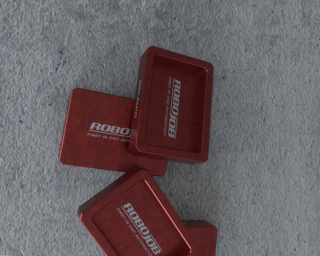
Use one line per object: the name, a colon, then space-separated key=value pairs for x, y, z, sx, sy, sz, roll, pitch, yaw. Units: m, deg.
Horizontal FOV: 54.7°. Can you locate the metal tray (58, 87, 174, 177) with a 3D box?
metal tray: x=-0.052 y=0.007 z=0.387 sx=0.131 sy=0.030 sz=0.090 roll=10 pitch=87 yaw=-20

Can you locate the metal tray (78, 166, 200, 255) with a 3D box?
metal tray: x=-0.023 y=0.122 z=0.365 sx=0.090 sy=0.030 sz=0.130 roll=-35 pitch=102 yaw=-17

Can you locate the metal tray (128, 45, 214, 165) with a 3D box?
metal tray: x=0.016 y=-0.026 z=0.378 sx=0.091 sy=0.030 sz=0.129 roll=11 pitch=74 yaw=-20

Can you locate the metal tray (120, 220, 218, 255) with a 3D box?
metal tray: x=0.009 y=0.172 z=0.410 sx=0.131 sy=0.030 sz=0.089 roll=5 pitch=88 yaw=-20
